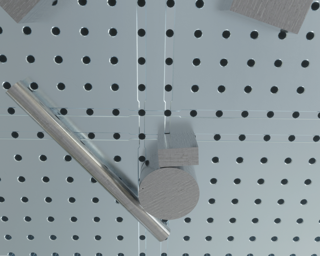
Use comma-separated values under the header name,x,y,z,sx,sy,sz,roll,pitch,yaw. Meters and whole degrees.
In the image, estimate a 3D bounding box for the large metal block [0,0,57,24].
name,x,y,z,sx,sy,sz,roll,pitch,yaw
large metal block,-0.148,-0.173,0.334,0.080,0.050,0.080,-39,106,13

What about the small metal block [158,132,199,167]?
name,x,y,z,sx,sy,sz,roll,pitch,yaw
small metal block,0.023,0.028,0.411,0.050,0.050,0.025,-3,110,1

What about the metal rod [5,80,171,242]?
name,x,y,z,sx,sy,sz,roll,pitch,yaw
metal rod,-0.089,0.055,0.432,0.025,0.025,0.300,-38,106,12

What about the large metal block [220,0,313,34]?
name,x,y,z,sx,sy,sz,roll,pitch,yaw
large metal block,0.124,-0.158,0.344,0.080,0.050,0.079,17,109,-7

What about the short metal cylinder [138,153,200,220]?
name,x,y,z,sx,sy,sz,roll,pitch,yaw
short metal cylinder,0.012,0.079,0.429,0.081,0.050,0.079,0,110,-1
